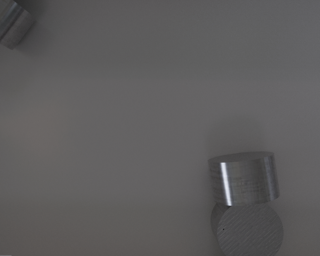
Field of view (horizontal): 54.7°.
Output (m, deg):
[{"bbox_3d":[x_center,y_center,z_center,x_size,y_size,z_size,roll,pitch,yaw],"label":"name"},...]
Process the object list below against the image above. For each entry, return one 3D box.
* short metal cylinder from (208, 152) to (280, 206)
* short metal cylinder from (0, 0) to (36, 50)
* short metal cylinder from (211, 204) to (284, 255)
[{"bbox_3d":[0.103,0.060,0.385,0.080,0.080,0.050,-8,90,0],"label":"short metal cylinder"},{"bbox_3d":[-0.204,-0.142,0.382,0.080,0.080,0.050,36,90,0],"label":"short metal cylinder"},{"bbox_3d":[0.110,0.127,0.400,0.081,0.050,0.080,0,90,0],"label":"short metal cylinder"}]
